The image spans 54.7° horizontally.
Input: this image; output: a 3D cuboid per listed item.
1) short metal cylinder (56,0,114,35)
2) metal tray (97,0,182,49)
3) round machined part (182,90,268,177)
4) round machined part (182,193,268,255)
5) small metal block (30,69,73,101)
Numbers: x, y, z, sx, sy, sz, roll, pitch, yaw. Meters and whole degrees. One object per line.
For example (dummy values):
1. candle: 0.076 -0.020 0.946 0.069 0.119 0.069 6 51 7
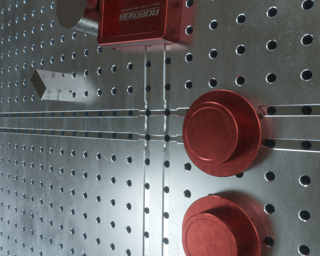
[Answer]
1. short metal cylinder: -0.119 -0.191 0.489 0.080 0.050 0.079 0 90 39
2. metal tray: -0.031 -0.162 0.429 0.130 0.030 0.089 8 95 39
3. round machined part: 0.064 0.006 0.344 0.098 0.042 0.097 0 90 39
4. round machined part: 0.064 0.125 0.344 0.098 0.042 0.097 0 90 39
5. small metal block: -0.192 -0.075 0.548 0.025 0.050 0.050 -51 60 28
